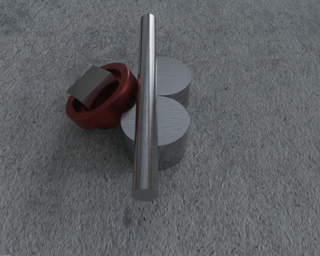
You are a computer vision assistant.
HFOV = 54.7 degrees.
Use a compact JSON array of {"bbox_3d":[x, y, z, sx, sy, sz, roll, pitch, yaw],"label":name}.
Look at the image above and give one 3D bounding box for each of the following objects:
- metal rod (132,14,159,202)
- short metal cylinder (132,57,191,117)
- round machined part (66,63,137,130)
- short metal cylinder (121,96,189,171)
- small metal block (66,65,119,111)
[{"bbox_3d":[-0.016,-0.052,0.384,0.025,0.025,0.300,-1,50,-1],"label":"metal rod"},{"bbox_3d":[0.002,-0.056,0.435,0.081,0.050,0.080,0,50,0],"label":"short metal cylinder"},{"bbox_3d":[-0.071,-0.036,0.407,0.098,0.042,0.098,-20,44,21],"label":"round machined part"},{"bbox_3d":[-0.006,0.006,0.383,0.081,0.050,0.080,0,49,0],"label":"short metal cylinder"},{"bbox_3d":[-0.084,-0.049,0.393,0.050,0.025,0.050,-48,41,-11],"label":"small metal block"}]
